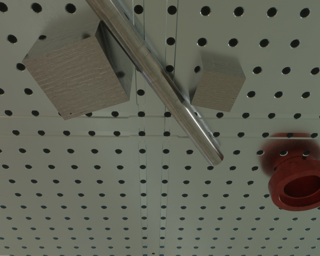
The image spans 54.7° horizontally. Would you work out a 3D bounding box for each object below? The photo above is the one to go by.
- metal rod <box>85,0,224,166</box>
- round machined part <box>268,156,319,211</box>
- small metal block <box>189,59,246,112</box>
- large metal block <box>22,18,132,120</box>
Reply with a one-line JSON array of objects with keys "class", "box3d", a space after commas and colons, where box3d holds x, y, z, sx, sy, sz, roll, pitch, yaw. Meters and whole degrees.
[{"class": "metal rod", "box3d": [0.002, -0.052, 0.367, 0.025, 0.025, 0.300, -25, 126, 20]}, {"class": "round machined part", "box3d": [0.215, 0.081, 0.473, 0.099, 0.042, 0.097, -1, 130, 0]}, {"class": "small metal block", "box3d": [0.067, -0.050, 0.370, 0.050, 0.025, 0.050, 10, 130, -9]}, {"class": "large metal block", "box3d": [-0.085, -0.064, 0.340, 0.080, 0.050, 0.080, -16, 129, 12]}]
